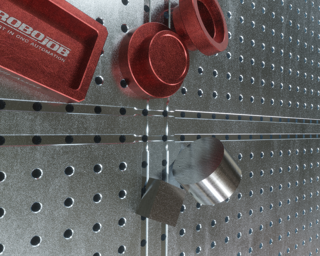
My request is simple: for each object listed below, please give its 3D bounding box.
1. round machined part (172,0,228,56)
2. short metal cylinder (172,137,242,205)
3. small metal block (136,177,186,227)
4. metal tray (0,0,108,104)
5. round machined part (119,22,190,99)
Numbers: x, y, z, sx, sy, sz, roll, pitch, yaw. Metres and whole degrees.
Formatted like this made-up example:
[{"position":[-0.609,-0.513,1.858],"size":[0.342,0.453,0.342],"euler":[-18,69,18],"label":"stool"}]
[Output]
[{"position":[0.054,-0.147,0.433],"size":[0.098,0.042,0.098],"euler":[24,58,-47],"label":"round machined part"},{"position":[0.065,0.059,0.430],"size":[0.050,0.080,0.080],"euler":[49,61,-29],"label":"short metal cylinder"},{"position":[0.003,0.099,0.414],"size":[0.050,0.025,0.050],"euler":[31,71,-36],"label":"small metal block"},{"position":[-0.124,-0.089,0.302],"size":[0.131,0.030,0.090],"euler":[26,74,-37],"label":"metal tray"},{"position":[0.000,-0.088,0.400],"size":[0.099,0.042,0.097],"euler":[0,90,-40],"label":"round machined part"}]
